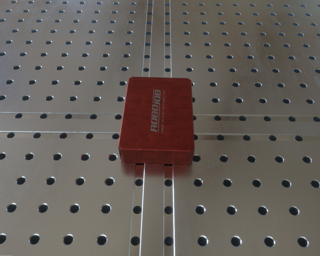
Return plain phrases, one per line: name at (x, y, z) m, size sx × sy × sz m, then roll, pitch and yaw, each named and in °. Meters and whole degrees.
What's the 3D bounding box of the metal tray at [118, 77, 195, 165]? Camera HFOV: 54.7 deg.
metal tray at (-0.002, -0.014, 0.415) m, size 0.091 × 0.030 × 0.130 m, roll 2°, pitch 50°, yaw 1°
